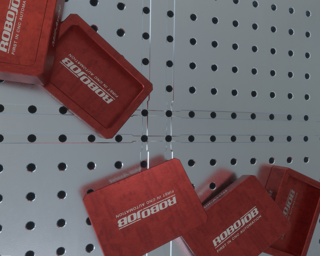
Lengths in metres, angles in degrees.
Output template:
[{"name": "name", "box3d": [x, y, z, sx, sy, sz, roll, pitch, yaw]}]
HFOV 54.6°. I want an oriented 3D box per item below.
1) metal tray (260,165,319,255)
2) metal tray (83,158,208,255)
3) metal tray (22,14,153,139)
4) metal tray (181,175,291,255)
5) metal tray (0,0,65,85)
[{"name": "metal tray", "box3d": [0.200, 0.134, 0.483, 0.090, 0.030, 0.130, 24, 82, -19]}, {"name": "metal tray", "box3d": [-0.018, 0.103, 0.385, 0.131, 0.030, 0.090, -20, 73, -19]}, {"name": "metal tray", "box3d": [-0.085, -0.060, 0.378, 0.130, 0.030, 0.090, 42, 77, -15]}, {"name": "metal tray", "box3d": [0.101, 0.137, 0.428, 0.130, 0.030, 0.090, -35, 87, -11]}, {"name": "metal tray", "box3d": [-0.156, -0.117, 0.330, 0.091, 0.030, 0.130, 7, 78, -6]}]
